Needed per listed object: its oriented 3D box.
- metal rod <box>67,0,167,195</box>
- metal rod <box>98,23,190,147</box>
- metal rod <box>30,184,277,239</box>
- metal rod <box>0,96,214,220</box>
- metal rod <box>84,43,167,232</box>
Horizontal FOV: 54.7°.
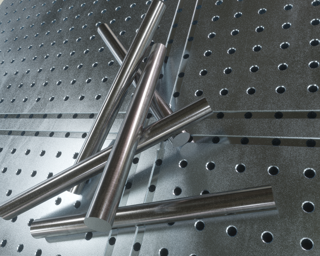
[{"bbox_3d":[-0.061,-0.050,0.442,0.025,0.025,0.299,17,78,34],"label":"metal rod"},{"bbox_3d":[-0.038,-0.083,0.477,0.025,0.025,0.300,-36,51,4],"label":"metal rod"},{"bbox_3d":[-0.024,0.101,0.357,0.301,0.025,0.025,-13,56,20],"label":"metal rod"},{"bbox_3d":[-0.074,0.042,0.386,0.301,0.025,0.025,-28,53,10],"label":"metal rod"},{"bbox_3d":[-0.028,-0.018,0.375,0.025,0.025,0.300,-10,40,22],"label":"metal rod"}]
